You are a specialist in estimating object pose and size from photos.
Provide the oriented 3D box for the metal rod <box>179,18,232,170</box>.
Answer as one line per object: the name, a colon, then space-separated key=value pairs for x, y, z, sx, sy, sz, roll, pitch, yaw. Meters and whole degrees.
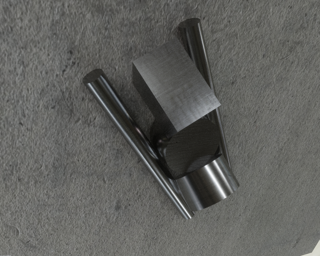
metal rod: x=0.076 y=-0.009 z=0.443 sx=0.025 sy=0.025 sz=0.299 roll=-29 pitch=128 yaw=-10

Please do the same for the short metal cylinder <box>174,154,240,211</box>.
short metal cylinder: x=0.067 y=0.078 z=0.450 sx=0.080 sy=0.080 sz=0.050 roll=-28 pitch=86 yaw=-11

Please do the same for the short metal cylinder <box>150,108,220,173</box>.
short metal cylinder: x=0.033 y=0.013 z=0.418 sx=0.081 sy=0.050 sz=0.079 roll=-14 pitch=124 yaw=-21

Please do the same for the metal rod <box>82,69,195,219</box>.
metal rod: x=-0.012 y=0.043 z=0.428 sx=0.025 sy=0.025 sz=0.299 roll=-35 pitch=129 yaw=-5

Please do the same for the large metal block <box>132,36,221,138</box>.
large metal block: x=0.013 y=-0.038 z=0.336 sx=0.050 sy=0.080 sz=0.080 roll=-32 pitch=87 yaw=-8
